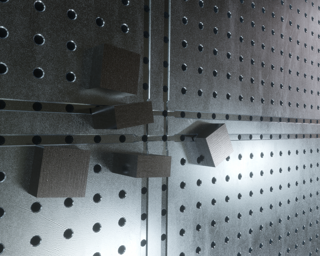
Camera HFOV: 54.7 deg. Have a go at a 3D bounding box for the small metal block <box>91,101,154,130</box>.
[{"bbox_3d":[-0.043,-0.015,0.358,0.050,0.050,0.025,-12,98,-40],"label":"small metal block"}]

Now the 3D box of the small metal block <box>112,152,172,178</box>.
[{"bbox_3d":[-0.022,0.044,0.376,0.050,0.050,0.025,6,86,-40],"label":"small metal block"}]

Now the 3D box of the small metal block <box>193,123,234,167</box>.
[{"bbox_3d":[0.084,0.026,0.483,0.050,0.025,0.050,-33,111,-35],"label":"small metal block"}]

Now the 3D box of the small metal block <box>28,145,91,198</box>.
[{"bbox_3d":[-0.104,0.045,0.323,0.050,0.025,0.050,11,83,-40],"label":"small metal block"}]

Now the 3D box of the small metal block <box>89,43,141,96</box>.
[{"bbox_3d":[-0.053,-0.067,0.366,0.050,0.025,0.050,8,85,-40],"label":"small metal block"}]
